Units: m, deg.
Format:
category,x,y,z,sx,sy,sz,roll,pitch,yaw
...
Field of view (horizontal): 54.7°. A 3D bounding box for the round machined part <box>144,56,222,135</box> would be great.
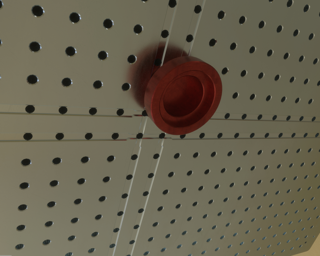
category,x,y,z,sx,sy,sz,roll,pitch,yaw
round machined part,0.025,-0.043,0.389,0.099,0.042,0.097,-14,125,-21
